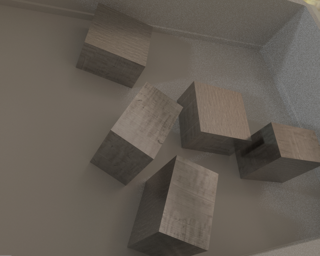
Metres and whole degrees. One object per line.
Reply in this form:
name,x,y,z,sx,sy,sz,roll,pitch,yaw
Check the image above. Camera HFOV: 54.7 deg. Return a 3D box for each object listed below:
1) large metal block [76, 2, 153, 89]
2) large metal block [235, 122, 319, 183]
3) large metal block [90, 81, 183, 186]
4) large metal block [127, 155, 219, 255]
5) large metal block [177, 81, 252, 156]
large metal block,-0.061,-0.112,0.427,0.081,0.050,0.080,19,54,-18
large metal block,0.167,0.038,0.439,0.081,0.080,0.050,9,58,-24
large metal block,-0.027,0.008,0.352,0.050,0.080,0.080,35,51,-6
large metal block,0.013,0.087,0.326,0.050,0.080,0.080,26,53,-13
large metal block,0.075,-0.012,0.439,0.081,0.050,0.080,11,57,-23
